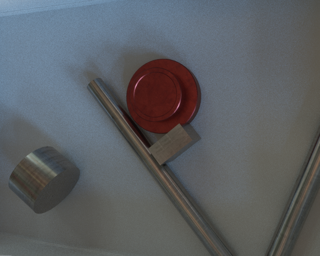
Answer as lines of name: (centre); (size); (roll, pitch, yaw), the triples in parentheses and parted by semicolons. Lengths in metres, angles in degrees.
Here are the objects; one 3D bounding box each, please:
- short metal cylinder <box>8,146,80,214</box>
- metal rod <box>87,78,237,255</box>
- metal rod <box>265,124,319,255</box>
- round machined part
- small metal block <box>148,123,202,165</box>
short metal cylinder: (-0.161, 0.073, 0.436); (0.050, 0.080, 0.080); (36, 101, 16)
metal rod: (-0.003, 0.052, 0.410); (0.025, 0.025, 0.300); (-41, 77, 15)
metal rod: (0.183, 0.021, 0.346); (0.025, 0.025, 0.298); (22, 97, 18)
round machined part: (0.001, -0.041, 0.400); (0.098, 0.042, 0.097); (0, 90, 19)
small metal block: (0.020, 0.019, 0.390); (0.050, 0.050, 0.025); (-40, 78, 15)
